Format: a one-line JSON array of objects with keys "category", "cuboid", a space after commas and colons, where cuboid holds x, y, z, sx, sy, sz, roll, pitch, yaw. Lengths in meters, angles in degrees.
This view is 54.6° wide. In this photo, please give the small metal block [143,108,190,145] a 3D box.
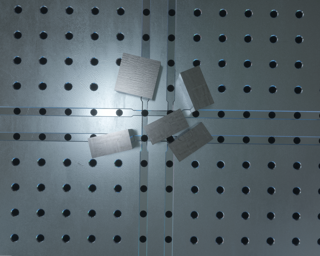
[{"category": "small metal block", "cuboid": [0.008, -0.002, 0.401, 0.050, 0.050, 0.025, -27, 90, 0]}]

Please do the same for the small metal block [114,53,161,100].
[{"category": "small metal block", "cuboid": [-0.029, -0.068, 0.413, 0.050, 0.025, 0.050, 13, 90, 0]}]

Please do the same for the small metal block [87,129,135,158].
[{"category": "small metal block", "cuboid": [-0.061, 0.019, 0.401, 0.050, 0.050, 0.025, -13, 90, 0]}]

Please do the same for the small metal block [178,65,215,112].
[{"category": "small metal block", "cuboid": [0.045, -0.049, 0.401, 0.025, 0.050, 0.050, -22, 90, 0]}]

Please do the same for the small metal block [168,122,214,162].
[{"category": "small metal block", "cuboid": [0.037, 0.017, 0.401, 0.050, 0.050, 0.025, -34, 90, 0]}]
